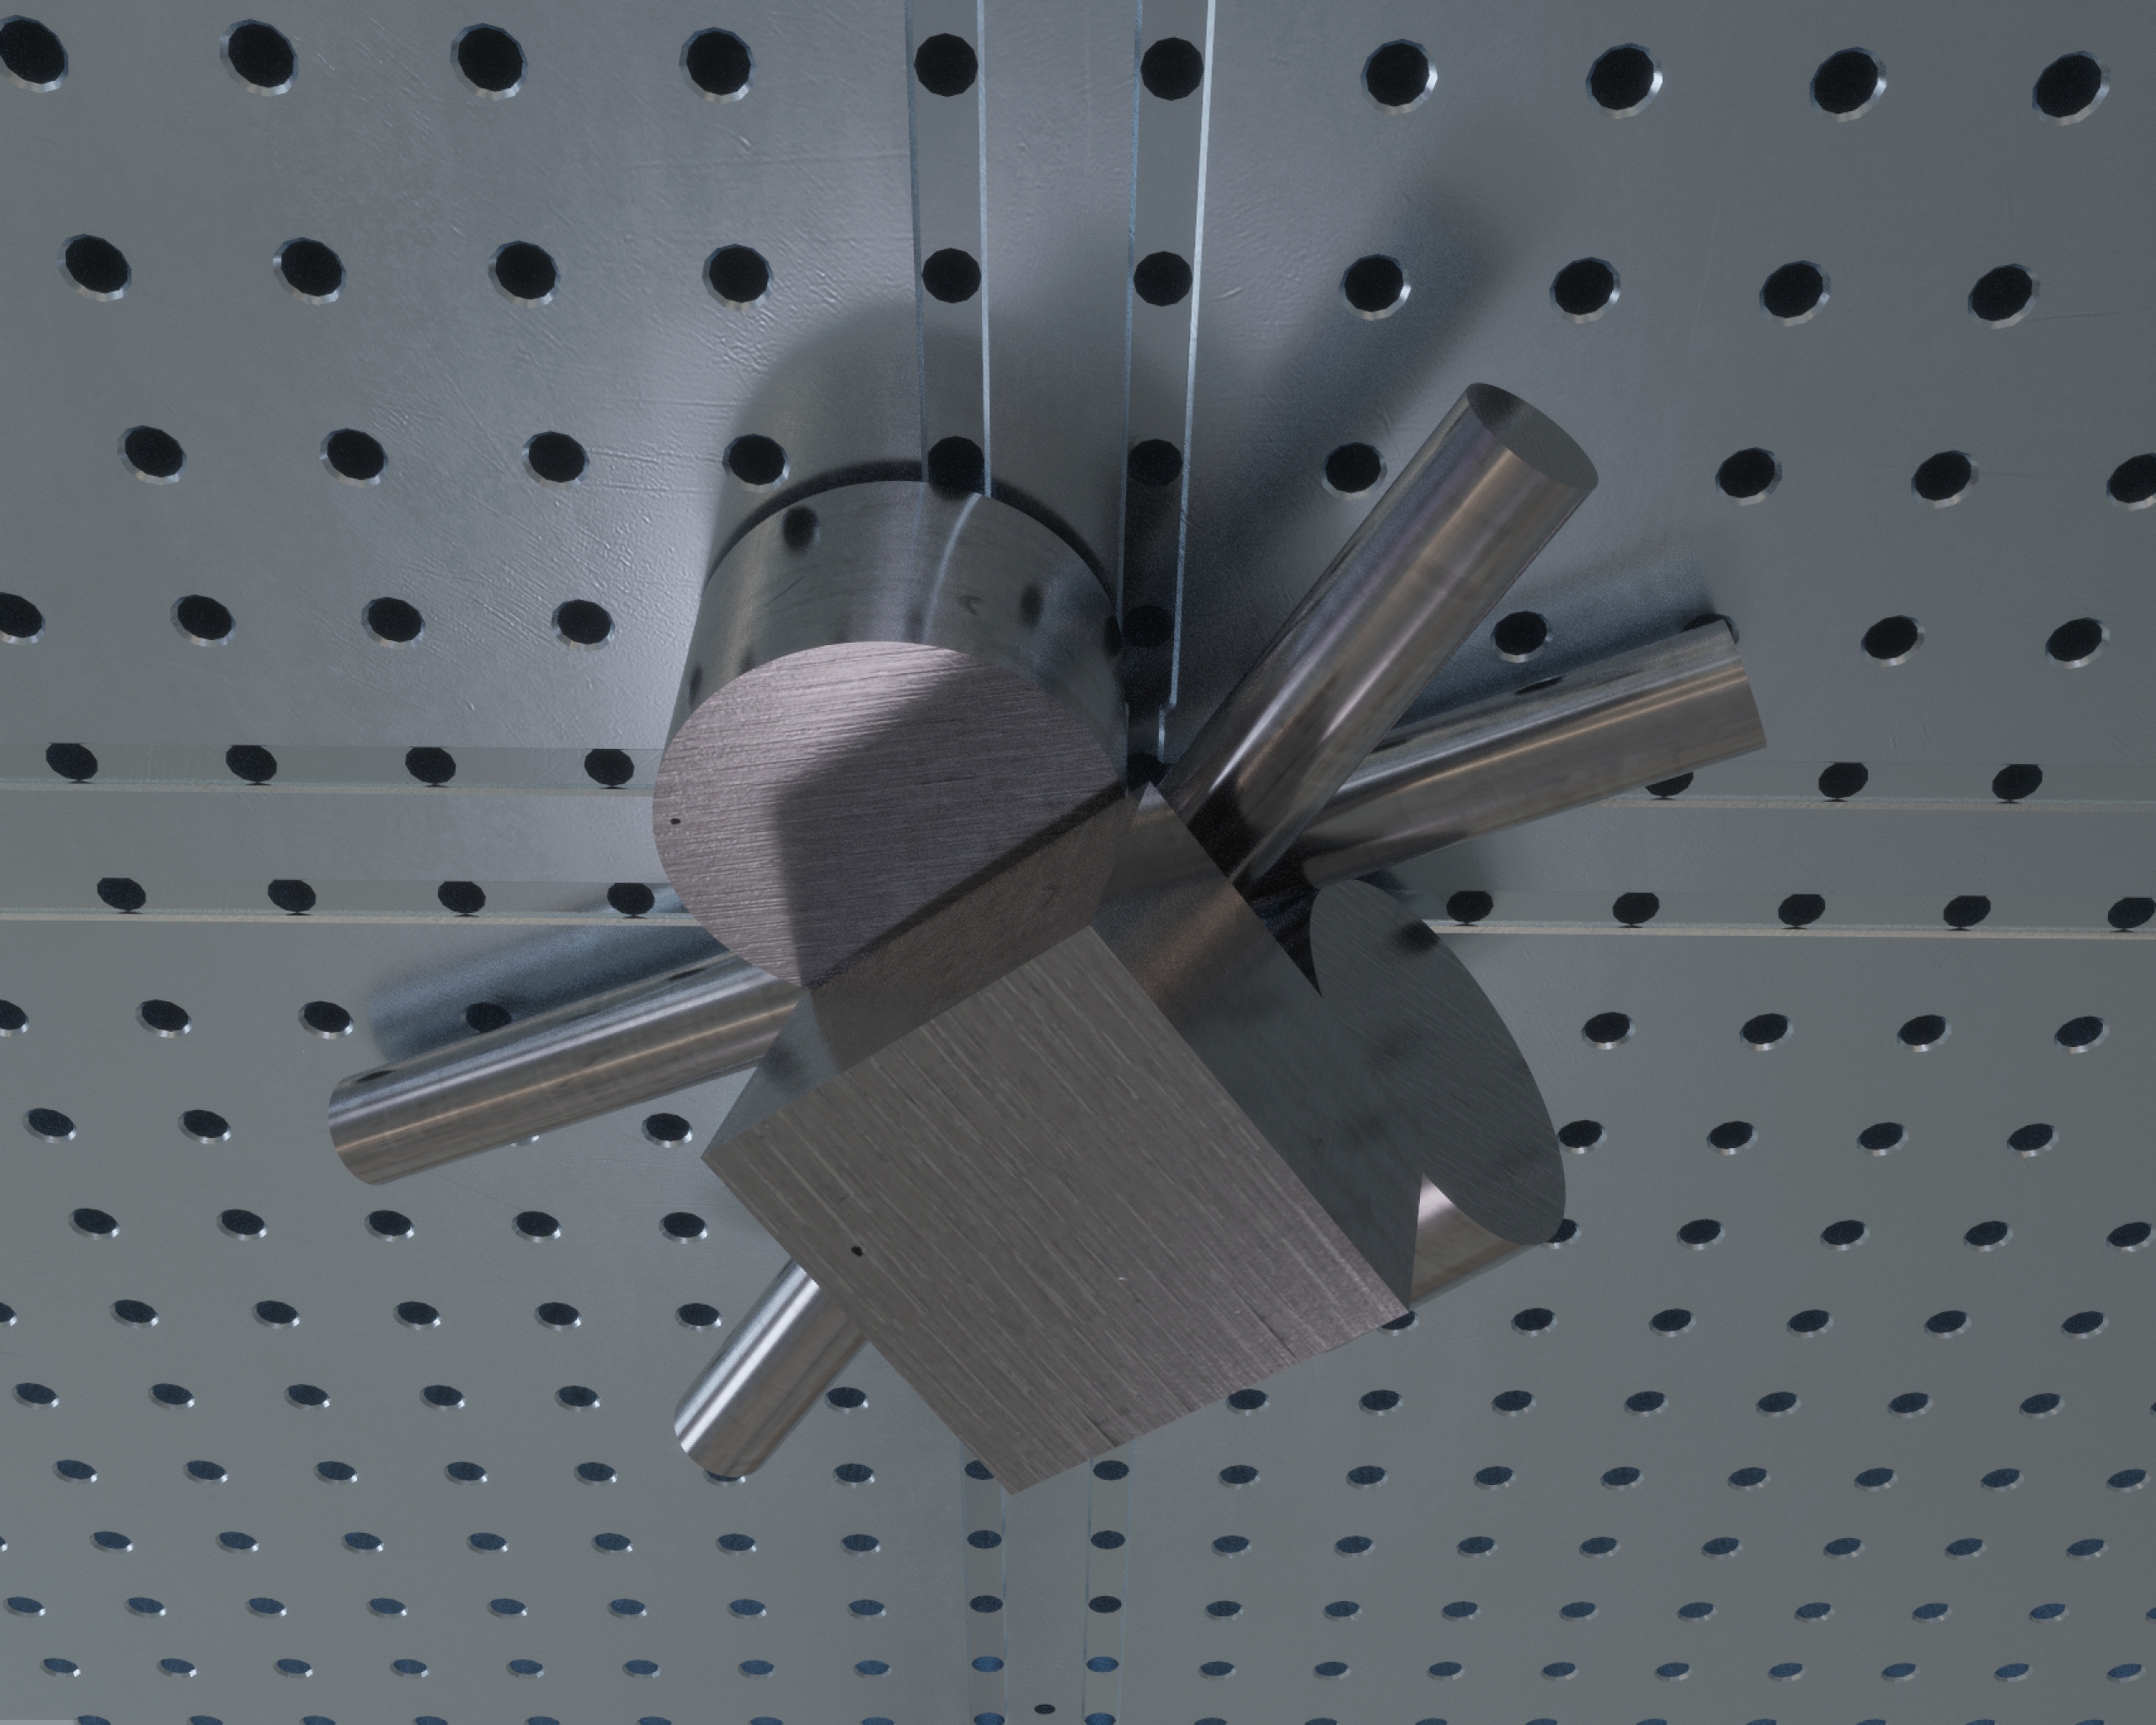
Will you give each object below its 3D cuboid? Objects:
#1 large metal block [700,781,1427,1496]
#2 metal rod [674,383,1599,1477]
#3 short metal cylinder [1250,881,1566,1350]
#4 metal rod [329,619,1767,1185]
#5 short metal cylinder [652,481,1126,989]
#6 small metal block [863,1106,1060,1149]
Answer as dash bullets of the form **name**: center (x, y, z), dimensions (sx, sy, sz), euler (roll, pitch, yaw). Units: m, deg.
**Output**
- **large metal block**: center (0.000, 0.047, 0.347), dimensions (0.080, 0.050, 0.080), euler (-32, 106, 25)
- **metal rod**: center (-0.006, 0.033, 0.403), dimensions (0.025, 0.025, 0.298), euler (24, 126, -19)
- **short metal cylinder**: center (0.052, 0.050, 0.415), dimensions (0.050, 0.080, 0.080), euler (-35, 122, 27)
- **metal rod**: center (-0.017, 0.013, 0.418), dimensions (0.301, 0.025, 0.025), euler (-18, 128, 14)
- **short metal cylinder**: center (-0.032, -0.021, 0.373), dimensions (0.081, 0.050, 0.079), euler (0, 130, 0)
- **small metal block**: center (-0.030, 0.054, 0.453), dimensions (0.050, 0.025, 0.050), euler (-22, 127, 17)
